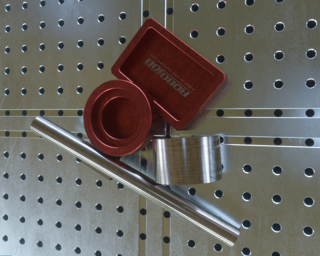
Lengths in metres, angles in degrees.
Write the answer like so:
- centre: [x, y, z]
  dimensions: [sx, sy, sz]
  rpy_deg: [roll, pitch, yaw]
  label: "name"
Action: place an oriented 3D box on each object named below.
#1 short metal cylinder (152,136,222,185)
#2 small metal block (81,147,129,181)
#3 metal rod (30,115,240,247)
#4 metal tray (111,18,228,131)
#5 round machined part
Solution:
- centre: [0.032, 0.036, 0.370]
  dimensions: [0.080, 0.080, 0.050]
  rpy_deg: [-4, 89, 19]
  label: "short metal cylinder"
- centre: [-0.075, 0.038, 0.438]
  dimensions: [0.050, 0.025, 0.050]
  rpy_deg: [30, 99, 17]
  label: "small metal block"
- centre: [-0.038, 0.065, 0.403]
  dimensions: [0.301, 0.025, 0.025]
  rpy_deg: [28, 99, 8]
  label: "metal rod"
- centre: [0.010, -0.069, 0.405]
  dimensions: [0.130, 0.030, 0.090]
  rpy_deg: [42, 102, 15]
  label: "metal tray"
- centre: [-0.048, -0.013, 0.411]
  dimensions: [0.098, 0.042, 0.097]
  rpy_deg: [0, 90, 21]
  label: "round machined part"
